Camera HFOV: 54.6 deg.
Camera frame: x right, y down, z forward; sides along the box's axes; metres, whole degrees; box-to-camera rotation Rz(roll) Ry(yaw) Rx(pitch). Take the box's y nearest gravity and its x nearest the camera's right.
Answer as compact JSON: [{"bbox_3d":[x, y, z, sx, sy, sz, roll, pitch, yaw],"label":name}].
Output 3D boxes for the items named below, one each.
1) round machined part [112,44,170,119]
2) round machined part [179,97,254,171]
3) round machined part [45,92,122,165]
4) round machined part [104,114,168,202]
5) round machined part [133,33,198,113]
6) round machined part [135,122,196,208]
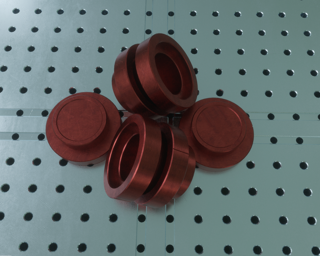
[{"bbox_3d":[-0.024,-0.056,0.405,0.042,0.099,0.098,-21,65,35],"label":"round machined part"},{"bbox_3d":[0.073,0.004,0.402,0.099,0.042,0.098,0,70,0],"label":"round machined part"},{"bbox_3d":[-0.100,-0.004,0.403,0.099,0.042,0.098,0,70,0],"label":"round machined part"},{"bbox_3d":[-0.024,0.036,0.355,0.042,0.098,0.098,21,68,-27],"label":"round machined part"},{"bbox_3d":[0.003,-0.064,0.390,0.042,0.099,0.098,-21,65,35],"label":"round machined part"},{"bbox_3d":[0.005,0.046,0.366,0.042,0.098,0.098,21,68,-26],"label":"round machined part"}]
